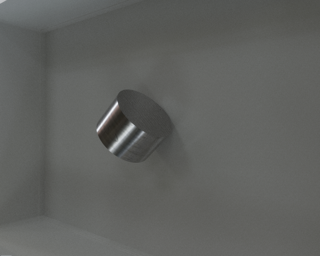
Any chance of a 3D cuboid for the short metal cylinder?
[{"bbox_3d":[-0.032,-0.003,0.392,0.050,0.081,0.080,-49,62,29],"label":"short metal cylinder"}]
